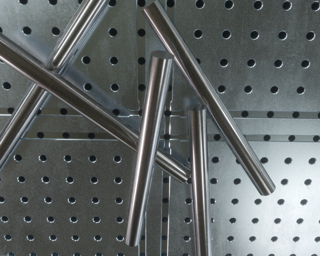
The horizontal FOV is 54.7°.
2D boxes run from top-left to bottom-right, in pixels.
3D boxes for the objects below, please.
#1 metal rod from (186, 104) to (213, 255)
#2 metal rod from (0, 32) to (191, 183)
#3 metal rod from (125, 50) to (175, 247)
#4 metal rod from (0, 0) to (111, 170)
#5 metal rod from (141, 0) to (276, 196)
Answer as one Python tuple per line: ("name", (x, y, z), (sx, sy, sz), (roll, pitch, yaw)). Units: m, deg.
("metal rod", (0.060, 0.111, 0.447), (0.025, 0.025, 0.298), (-5, 113, 1))
("metal rod", (-0.078, -0.017, 0.387), (0.301, 0.025, 0.025), (37, 106, -20))
("metal rod", (-0.020, 0.048, 0.397), (0.025, 0.025, 0.298), (8, 123, -4))
("metal rod", (-0.155, -0.046, 0.394), (0.025, 0.025, 0.299), (35, 106, -13))
("metal rod", (0.072, -0.027, 0.404), (0.025, 0.025, 0.299), (-32, 107, 11))
